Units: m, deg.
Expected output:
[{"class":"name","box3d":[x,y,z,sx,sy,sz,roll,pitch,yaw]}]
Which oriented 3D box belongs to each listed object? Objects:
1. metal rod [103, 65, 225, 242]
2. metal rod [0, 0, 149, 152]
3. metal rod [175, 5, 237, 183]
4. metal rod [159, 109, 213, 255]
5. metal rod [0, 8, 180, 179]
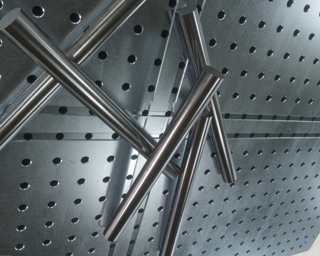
[{"class":"metal rod","box3d":[-0.009,0.052,0.399,0.025,0.025,0.298,9,127,-33]},{"class":"metal rod","box3d":[-0.120,-0.041,0.321,0.300,0.025,0.025,-45,130,2]},{"class":"metal rod","box3d":[0.074,-0.023,0.439,0.025,0.025,0.299,-30,129,-9]},{"class":"metal rod","box3d":[0.034,0.106,0.488,0.025,0.025,0.298,-6,124,-26]},{"class":"metal rod","box3d":[-0.051,-0.011,0.355,0.025,0.025,0.300,-42,137,0]}]
